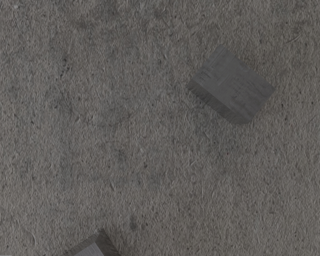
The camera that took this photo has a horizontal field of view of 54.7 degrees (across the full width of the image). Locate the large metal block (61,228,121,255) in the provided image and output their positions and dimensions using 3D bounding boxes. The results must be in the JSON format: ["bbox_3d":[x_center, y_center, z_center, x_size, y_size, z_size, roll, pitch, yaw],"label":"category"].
[{"bbox_3d":[-0.090,0.192,0.397,0.080,0.050,0.080,-33,90,0],"label":"large metal block"}]

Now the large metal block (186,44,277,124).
[{"bbox_3d":[0.082,-0.049,0.383,0.080,0.080,0.050,39,90,0],"label":"large metal block"}]
